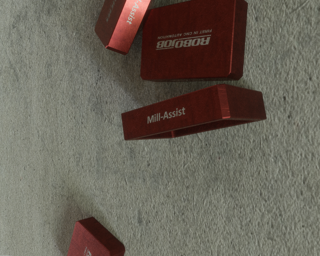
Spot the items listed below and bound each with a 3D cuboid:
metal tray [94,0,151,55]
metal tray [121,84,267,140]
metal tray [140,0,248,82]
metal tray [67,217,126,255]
[{"bbox_3d":[-0.044,-0.175,0.417,0.129,0.030,0.090,-62,33,21],"label":"metal tray"},{"bbox_3d":[0.034,-0.012,0.334,0.130,0.091,0.030,-13,82,39],"label":"metal tray"},{"bbox_3d":[0.035,-0.103,0.372,0.130,0.030,0.089,6,94,39],"label":"metal tray"},{"bbox_3d":[-0.110,0.221,0.493,0.090,0.030,0.129,28,107,36],"label":"metal tray"}]
